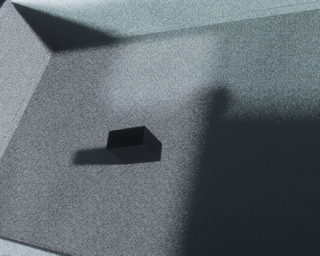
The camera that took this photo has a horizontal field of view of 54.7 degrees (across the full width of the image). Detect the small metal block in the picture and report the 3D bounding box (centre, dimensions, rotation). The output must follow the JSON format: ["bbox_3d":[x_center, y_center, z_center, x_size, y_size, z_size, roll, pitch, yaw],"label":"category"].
[{"bbox_3d":[-0.031,0.023,0.391,0.050,0.050,0.025,-8,58,23],"label":"small metal block"}]
